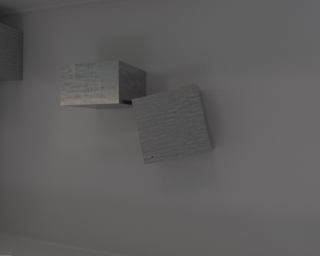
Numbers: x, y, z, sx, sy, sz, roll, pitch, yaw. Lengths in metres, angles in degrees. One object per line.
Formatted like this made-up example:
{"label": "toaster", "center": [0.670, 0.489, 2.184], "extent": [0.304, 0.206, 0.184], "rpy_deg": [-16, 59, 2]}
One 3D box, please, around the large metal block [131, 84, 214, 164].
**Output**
{"label": "large metal block", "center": [0.018, -0.003, 0.386], "extent": [0.080, 0.050, 0.080], "rpy_deg": [-12, 86, 12]}

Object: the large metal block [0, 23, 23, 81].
{"label": "large metal block", "center": [-0.259, -0.117, 0.473], "extent": [0.050, 0.080, 0.080], "rpy_deg": [1, 90, 20]}

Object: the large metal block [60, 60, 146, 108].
{"label": "large metal block", "center": [-0.071, -0.053, 0.406], "extent": [0.080, 0.080, 0.050], "rpy_deg": [0, 90, 20]}
